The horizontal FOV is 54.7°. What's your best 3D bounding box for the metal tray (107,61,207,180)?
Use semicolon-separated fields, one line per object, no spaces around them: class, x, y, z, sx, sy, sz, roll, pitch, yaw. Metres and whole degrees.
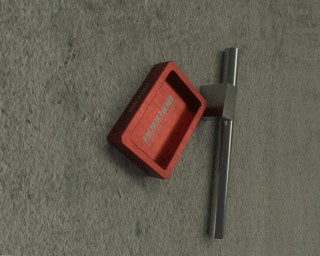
metal tray;0.002;-0.011;0.404;0.090;0.030;0.130;45;63;-31

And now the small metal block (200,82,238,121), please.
small metal block;0.084;-0.038;0.462;0.025;0.050;0.050;17;79;-39

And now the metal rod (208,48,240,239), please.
metal rod;0.103;0.021;0.493;0.025;0.025;0.298;10;84;-40
